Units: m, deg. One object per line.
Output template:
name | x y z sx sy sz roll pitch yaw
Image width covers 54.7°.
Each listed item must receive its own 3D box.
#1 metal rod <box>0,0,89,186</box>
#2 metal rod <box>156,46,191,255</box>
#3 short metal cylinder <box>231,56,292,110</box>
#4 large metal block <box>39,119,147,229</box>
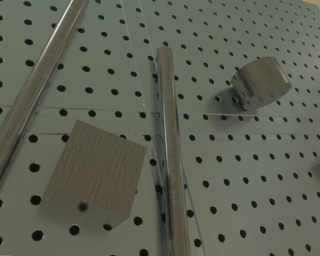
metal rod | -0.140 -0.071 0.375 0.025 0.025 0.300 22 54 -16
metal rod | 0.014 0.011 0.408 0.025 0.025 0.299 11 57 -23
short metal cylinder | 0.164 -0.071 0.504 0.081 0.080 0.050 -7 66 -32
large metal block | -0.068 0.049 0.325 0.080 0.050 0.080 23 53 -14
